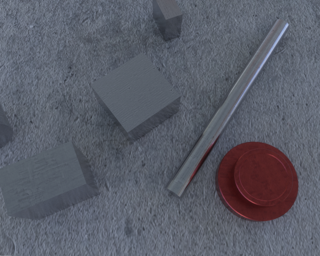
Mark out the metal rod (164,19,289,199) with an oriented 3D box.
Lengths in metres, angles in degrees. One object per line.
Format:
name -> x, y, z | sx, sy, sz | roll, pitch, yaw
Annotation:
metal rod -> 0.099, -0.037, 0.422 | 0.025, 0.025, 0.300 | 32, 73, 10

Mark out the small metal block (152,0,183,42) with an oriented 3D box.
small metal block -> 0.010, -0.165, 0.456 | 0.025, 0.050, 0.050 | -21, 72, -8

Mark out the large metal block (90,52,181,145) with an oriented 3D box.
large metal block -> -0.031, -0.038, 0.409 | 0.080, 0.050, 0.080 | -35, 74, -12

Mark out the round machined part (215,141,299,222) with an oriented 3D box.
round machined part -> 0.120, 0.063, 0.378 | 0.099, 0.042, 0.098 | 0, 70, -1

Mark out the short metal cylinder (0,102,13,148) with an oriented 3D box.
short metal cylinder -> -0.230, -0.003, 0.377 | 0.080, 0.080, 0.050 | -28, 73, -10

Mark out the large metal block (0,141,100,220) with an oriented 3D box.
large metal block -> -0.122, 0.063, 0.354 | 0.080, 0.080, 0.050 | -22, 72, -8
